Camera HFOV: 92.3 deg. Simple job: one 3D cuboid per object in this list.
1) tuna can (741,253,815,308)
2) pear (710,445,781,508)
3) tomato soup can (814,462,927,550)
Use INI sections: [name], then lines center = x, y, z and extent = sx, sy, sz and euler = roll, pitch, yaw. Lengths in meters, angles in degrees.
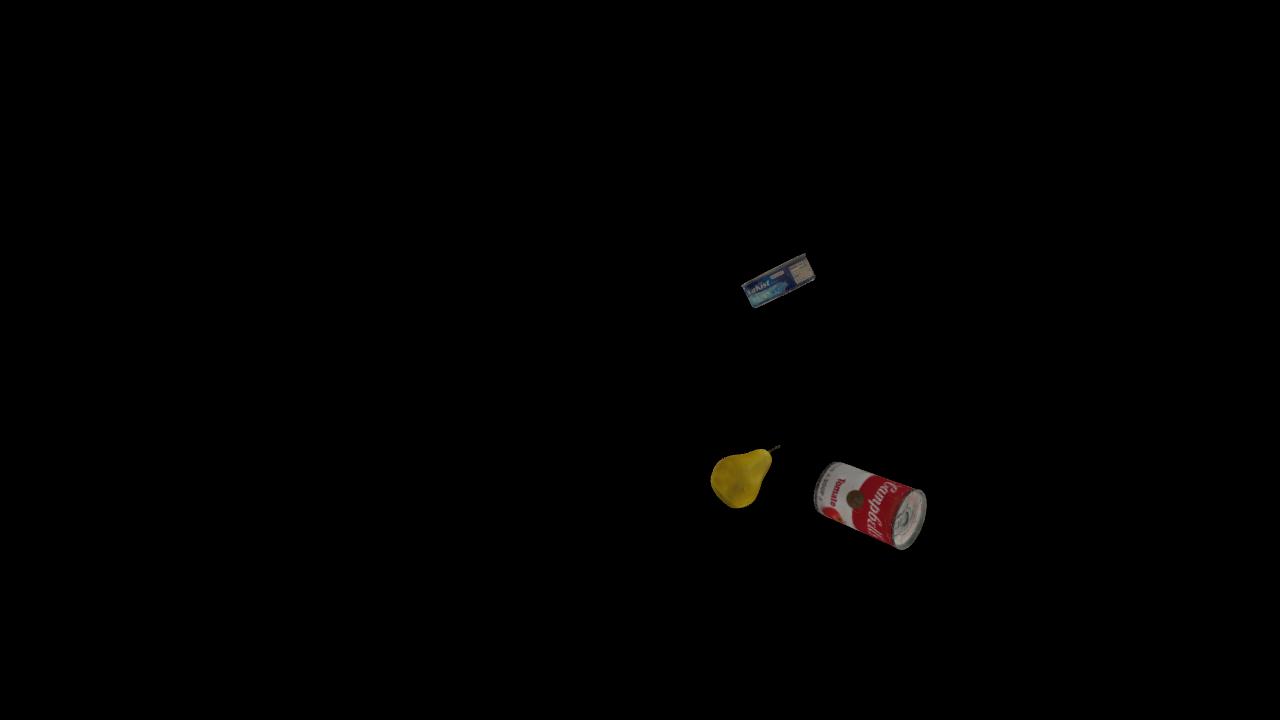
[tuna can]
center = 0.166, -0.094, 0.739
extent = 0.084, 0.034, 0.084
euler = -26, 1, 0
[pear]
center = 0.155, 0.159, 0.887
extent = 0.111, 0.080, 0.080
euler = -39, 11, -14
[tomato soup can]
center = 0.255, 0.159, 0.688
extent = 0.068, 0.068, 0.101
euler = 0, 11, -39
